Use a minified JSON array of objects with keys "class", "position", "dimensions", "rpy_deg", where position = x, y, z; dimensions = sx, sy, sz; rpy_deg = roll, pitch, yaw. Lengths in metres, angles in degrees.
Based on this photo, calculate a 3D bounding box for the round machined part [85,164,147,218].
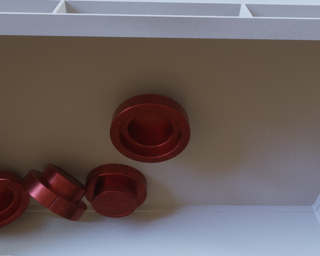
[{"class":"round machined part","position":[-0.070,0.104,0.486],"dimensions":[0.099,0.042,0.097],"rpy_deg":[-1,130,0]}]

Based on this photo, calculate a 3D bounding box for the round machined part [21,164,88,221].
[{"class":"round machined part","position":[-0.144,0.088,0.447],"dimensions":[0.098,0.098,0.042],"rpy_deg":[42,78,-30]}]

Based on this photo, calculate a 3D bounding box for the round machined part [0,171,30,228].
[{"class":"round machined part","position":[-0.252,0.103,0.463],"dimensions":[0.099,0.042,0.097],"rpy_deg":[-20,131,-25]}]

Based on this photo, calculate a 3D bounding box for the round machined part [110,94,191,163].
[{"class":"round machined part","position":[-0.012,-0.004,0.395],"dimensions":[0.099,0.042,0.097],"rpy_deg":[-1,130,0]}]
